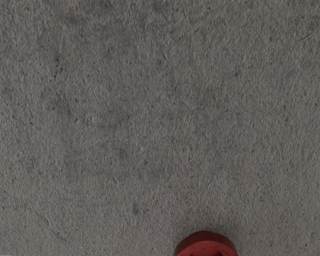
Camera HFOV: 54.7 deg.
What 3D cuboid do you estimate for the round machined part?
[{"bbox_3d":[0.069,0.198,0.474,0.099,0.042,0.097,0,110,0],"label":"round machined part"}]
